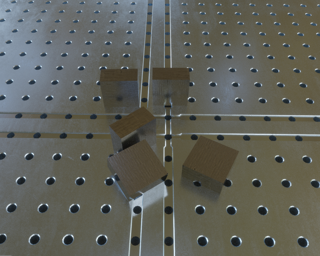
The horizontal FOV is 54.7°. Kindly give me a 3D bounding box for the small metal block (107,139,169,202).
[{"bbox_3d":[-0.027,0.049,0.359,0.050,0.025,0.050,-27,69,-21],"label":"small metal block"}]

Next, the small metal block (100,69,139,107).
[{"bbox_3d":[-0.055,-0.056,0.438,0.050,0.050,0.025,-1,50,-2],"label":"small metal block"}]

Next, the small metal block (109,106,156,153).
[{"bbox_3d":[-0.032,0.009,0.384,0.050,0.050,0.025,-32,57,-24],"label":"small metal block"}]

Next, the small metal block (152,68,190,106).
[{"bbox_3d":[0.015,-0.058,0.441,0.050,0.050,0.025,0,50,0],"label":"small metal block"}]

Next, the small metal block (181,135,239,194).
[{"bbox_3d":[0.060,0.043,0.372,0.050,0.025,0.050,23,54,18],"label":"small metal block"}]
